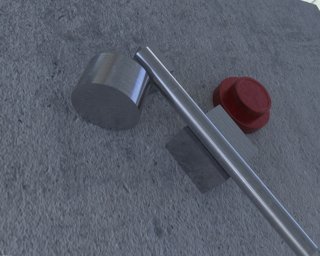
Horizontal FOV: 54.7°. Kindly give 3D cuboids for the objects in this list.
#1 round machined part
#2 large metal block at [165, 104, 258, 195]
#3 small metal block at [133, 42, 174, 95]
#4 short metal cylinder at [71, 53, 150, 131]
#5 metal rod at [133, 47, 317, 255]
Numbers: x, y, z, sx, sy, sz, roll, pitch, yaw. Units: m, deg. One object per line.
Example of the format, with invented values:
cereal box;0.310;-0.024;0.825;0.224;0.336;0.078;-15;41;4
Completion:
round machined part;0.137;-0.043;0.496;0.099;0.042;0.098;14;56;-21
large metal block;0.068;0.027;0.410;0.081;0.050;0.080;-32;80;-38
small metal block;-0.014;-0.082;0.431;0.025;0.050;0.050;-26;77;-37
short metal cylinder;-0.056;-0.041;0.364;0.080;0.080;0.050;25;53;-13
metal rod;0.071;0.023;0.365;0.025;0.025;0.300;-34;81;-38
